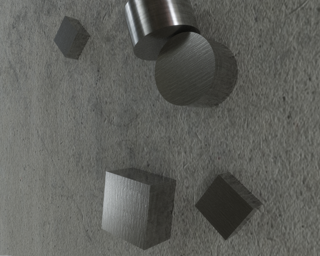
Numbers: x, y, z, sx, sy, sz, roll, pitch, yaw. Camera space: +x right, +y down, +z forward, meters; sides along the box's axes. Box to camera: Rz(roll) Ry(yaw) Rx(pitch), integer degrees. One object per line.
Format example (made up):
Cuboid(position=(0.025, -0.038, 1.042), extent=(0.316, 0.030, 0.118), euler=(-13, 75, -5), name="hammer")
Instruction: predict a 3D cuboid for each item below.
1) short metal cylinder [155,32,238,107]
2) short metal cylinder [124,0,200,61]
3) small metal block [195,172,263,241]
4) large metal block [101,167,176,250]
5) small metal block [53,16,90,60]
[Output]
Cuboid(position=(0.041, -0.064, 0.355), extent=(0.080, 0.050, 0.080), euler=(0, 90, 40), name="short metal cylinder")
Cuboid(position=(0.002, -0.121, 0.367), extent=(0.080, 0.081, 0.050), euler=(-24, 75, 37), name="short metal cylinder")
Cuboid(position=(0.075, 0.085, 0.343), extent=(0.050, 0.025, 0.050), euler=(46, 117, 30), name="small metal block")
Cuboid(position=(-0.029, 0.102, 0.413), extent=(0.080, 0.050, 0.079), euler=(9, 96, 39), name="large metal block")
Cuboid(position=(-0.151, -0.154, 0.530), extent=(0.050, 0.025, 0.050), euler=(52, 120, 27), name="small metal block")
